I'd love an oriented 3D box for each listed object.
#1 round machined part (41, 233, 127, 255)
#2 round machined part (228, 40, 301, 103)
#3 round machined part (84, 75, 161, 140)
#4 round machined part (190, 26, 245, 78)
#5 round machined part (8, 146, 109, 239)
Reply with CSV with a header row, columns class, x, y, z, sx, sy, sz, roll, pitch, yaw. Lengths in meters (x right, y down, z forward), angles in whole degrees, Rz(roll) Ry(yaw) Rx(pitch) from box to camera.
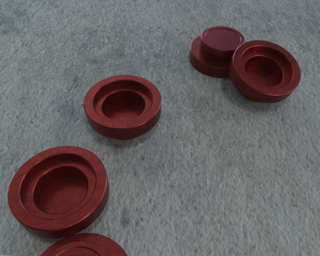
class,x,y,z,sx,sy,sz,roll,pitch,yaw
round machined part,-0.072,0.140,0.273,0.099,0.042,0.098,0,50,0
round machined part,0.147,-0.077,0.449,0.099,0.042,0.098,4,62,-6
round machined part,-0.048,-0.023,0.411,0.099,0.042,0.098,0,50,0
round machined part,0.099,-0.129,0.502,0.099,0.042,0.098,0,50,0
round machined part,-0.104,0.070,0.332,0.099,0.042,0.098,0,50,0
